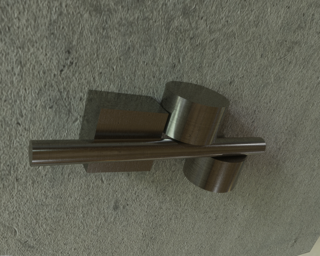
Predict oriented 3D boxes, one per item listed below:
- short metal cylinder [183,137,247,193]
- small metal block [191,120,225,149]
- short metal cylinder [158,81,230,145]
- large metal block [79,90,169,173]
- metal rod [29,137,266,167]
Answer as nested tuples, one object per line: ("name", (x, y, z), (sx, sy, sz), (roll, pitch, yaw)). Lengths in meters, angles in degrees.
("short metal cylinder", (0.078, 0.048, 0.447), (0.081, 0.080, 0.050), (0, 119, -29))
("small metal block", (0.051, 0.008, 0.425), (0.050, 0.050, 0.025), (1, 118, -29))
("short metal cylinder", (0.039, -0.020, 0.384), (0.081, 0.080, 0.050), (2, 118, -30))
("large metal block", (-0.046, 0.005, 0.367), (0.081, 0.050, 0.079), (3, 117, -30))
("metal rod", (0.010, 0.024, 0.364), (0.303, 0.025, 0.025), (0, 118, -30))
